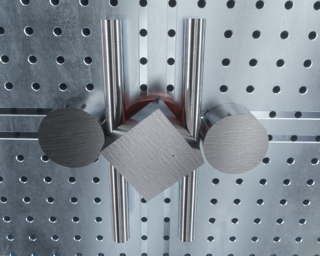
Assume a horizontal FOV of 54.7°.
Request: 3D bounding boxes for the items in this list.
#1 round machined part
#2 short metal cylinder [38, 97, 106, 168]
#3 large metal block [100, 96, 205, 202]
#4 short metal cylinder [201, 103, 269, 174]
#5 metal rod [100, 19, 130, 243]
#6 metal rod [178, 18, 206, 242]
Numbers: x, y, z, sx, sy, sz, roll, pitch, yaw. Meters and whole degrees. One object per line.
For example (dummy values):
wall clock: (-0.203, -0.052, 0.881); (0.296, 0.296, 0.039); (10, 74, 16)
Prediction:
round machined part: (-0.008, 0.009, 0.408); (0.099, 0.042, 0.097); (0, 110, 0)
short metal cylinder: (-0.108, 0.004, 0.400); (0.081, 0.050, 0.079); (0, 110, 0)
large metal block: (-0.008, 0.024, 0.358); (0.080, 0.050, 0.080); (-36, 106, 12)
short metal cylinder: (0.094, 0.013, 0.405); (0.081, 0.050, 0.079); (0, 110, 0)
metal rod: (-0.055, 0.019, 0.397); (0.025, 0.025, 0.298); (0, 110, 0)
metal rod: (0.039, 0.017, 0.398); (0.025, 0.025, 0.298); (0, 110, 0)
